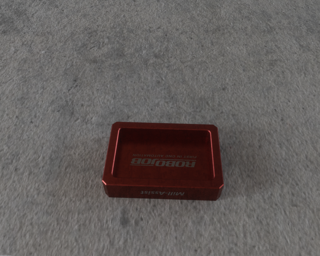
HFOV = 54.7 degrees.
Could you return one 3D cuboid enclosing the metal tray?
[{"bbox_3d":[0.004,0.037,0.368,0.131,0.030,0.090,2,50,1],"label":"metal tray"}]
